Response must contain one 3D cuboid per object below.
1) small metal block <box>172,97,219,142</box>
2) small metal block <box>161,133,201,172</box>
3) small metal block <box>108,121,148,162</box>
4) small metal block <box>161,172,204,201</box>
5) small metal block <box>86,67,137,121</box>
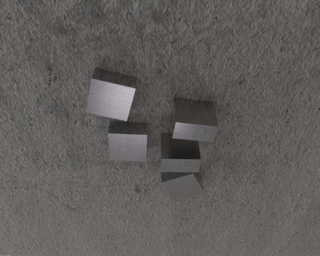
[{"bbox_3d":[0.041,-0.011,0.382,0.050,0.050,0.025,6,130,-5],"label":"small metal block"},{"bbox_3d":[0.026,0.033,0.419,0.050,0.050,0.025,1,130,-1],"label":"small metal block"},{"bbox_3d":[-0.043,0.019,0.423,0.050,0.025,0.050,2,130,-3],"label":"small metal block"},{"bbox_3d":[0.035,0.083,0.478,0.050,0.025,0.050,-19,128,15],"label":"small metal block"},{"bbox_3d":[-0.059,-0.040,0.373,0.050,0.025,0.050,12,129,-10],"label":"small metal block"}]
